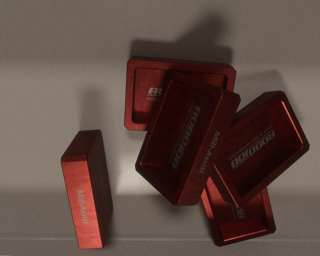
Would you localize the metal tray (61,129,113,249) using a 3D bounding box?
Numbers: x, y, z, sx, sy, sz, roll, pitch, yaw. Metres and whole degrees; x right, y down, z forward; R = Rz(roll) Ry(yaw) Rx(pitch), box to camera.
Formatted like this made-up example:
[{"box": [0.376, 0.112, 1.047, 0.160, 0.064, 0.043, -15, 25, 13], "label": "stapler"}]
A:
[{"box": [-0.090, 0.077, 0.403, 0.030, 0.090, 0.129, -4, 110, 1], "label": "metal tray"}]

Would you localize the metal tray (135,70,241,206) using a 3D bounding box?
[{"box": [0.025, 0.009, 0.347, 0.030, 0.090, 0.129, 12, 104, -39], "label": "metal tray"}]

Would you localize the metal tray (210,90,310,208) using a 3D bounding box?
[{"box": [0.117, 0.023, 0.385, 0.131, 0.030, 0.090, -35, 104, -17], "label": "metal tray"}]

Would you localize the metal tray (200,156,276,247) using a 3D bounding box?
[{"box": [0.108, 0.103, 0.448, 0.090, 0.030, 0.129, -17, 110, 5], "label": "metal tray"}]

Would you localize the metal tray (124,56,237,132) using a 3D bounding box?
[{"box": [0.023, -0.040, 0.394, 0.131, 0.030, 0.089, 4, 110, -2], "label": "metal tray"}]
